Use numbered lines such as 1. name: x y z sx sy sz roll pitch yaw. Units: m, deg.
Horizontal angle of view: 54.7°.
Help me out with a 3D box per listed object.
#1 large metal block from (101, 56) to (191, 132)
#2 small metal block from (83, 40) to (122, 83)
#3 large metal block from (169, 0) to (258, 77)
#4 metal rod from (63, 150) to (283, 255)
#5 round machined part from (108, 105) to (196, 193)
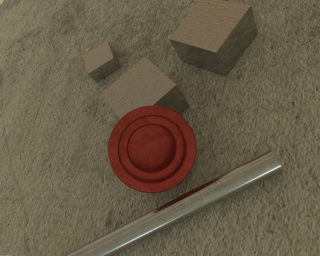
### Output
1. large metal block: -0.020 -0.038 0.422 0.080 0.050 0.080 -41 51 0
2. small metal block: -0.098 -0.113 0.525 0.050 0.025 0.050 -30 52 9
3. large metal block: 0.074 -0.127 0.427 0.080 0.050 0.080 29 77 37
4. metal rod: -0.009 0.106 0.343 0.300 0.025 0.025 -29 52 9
5. round machined part: -0.010 0.023 0.362 0.098 0.098 0.042 -46 7 -4
